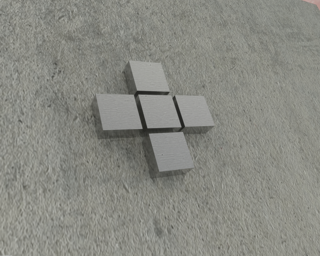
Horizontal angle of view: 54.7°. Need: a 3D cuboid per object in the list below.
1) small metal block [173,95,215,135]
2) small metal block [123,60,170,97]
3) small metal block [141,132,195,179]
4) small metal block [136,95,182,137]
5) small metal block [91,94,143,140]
[{"bbox_3d":[0.044,-0.019,0.442,0.050,0.025,0.050,-2,63,-30],"label":"small metal block"},{"bbox_3d":[-0.020,-0.066,0.436,0.050,0.025,0.050,-2,63,-30],"label":"small metal block"},{"bbox_3d":[0.009,0.034,0.391,0.050,0.025,0.050,-2,63,-30],"label":"small metal block"},{"bbox_3d":[-0.005,-0.016,0.414,0.050,0.025,0.050,-2,63,-30],"label":"small metal block"},{"bbox_3d":[-0.055,-0.014,0.386,0.050,0.025,0.050,-2,63,-30],"label":"small metal block"}]
